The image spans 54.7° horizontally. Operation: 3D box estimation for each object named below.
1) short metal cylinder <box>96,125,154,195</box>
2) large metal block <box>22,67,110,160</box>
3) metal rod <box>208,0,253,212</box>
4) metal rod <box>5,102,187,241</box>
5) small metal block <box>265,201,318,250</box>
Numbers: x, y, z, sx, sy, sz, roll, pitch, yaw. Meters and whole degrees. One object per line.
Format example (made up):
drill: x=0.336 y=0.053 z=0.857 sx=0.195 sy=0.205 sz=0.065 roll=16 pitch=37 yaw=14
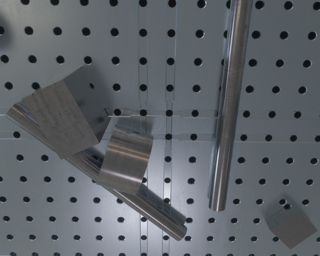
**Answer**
short metal cylinder: x=-0.045 y=0.041 z=0.399 sx=0.050 sy=0.080 sz=0.079 roll=18 pitch=109 yaw=-7
large metal block: x=-0.107 y=-0.021 z=0.375 sx=0.050 sy=0.080 sz=0.080 roll=-23 pitch=109 yaw=8
metal rod: x=0.090 y=-0.024 z=0.405 sx=0.025 sy=0.025 sz=0.298 roll=2 pitch=110 yaw=-1
metal rod: x=-0.080 y=0.068 z=0.437 sx=0.301 sy=0.025 sz=0.025 roll=40 pitch=105 yaw=-14
small metal block: x=0.199 y=0.147 z=0.470 sx=0.050 sy=0.025 sz=0.050 roll=-43 pitch=105 yaw=14
